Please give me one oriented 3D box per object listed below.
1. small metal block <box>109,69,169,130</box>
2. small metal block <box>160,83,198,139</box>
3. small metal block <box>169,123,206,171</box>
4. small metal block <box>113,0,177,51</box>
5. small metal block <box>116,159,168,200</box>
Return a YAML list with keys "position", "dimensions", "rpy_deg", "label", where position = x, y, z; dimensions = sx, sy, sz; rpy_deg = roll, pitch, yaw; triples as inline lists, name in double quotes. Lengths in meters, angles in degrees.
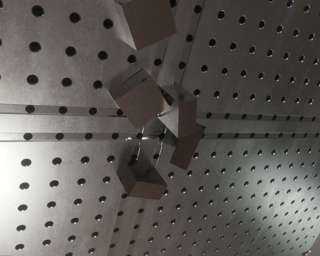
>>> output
- position: [-0.025, -0.034, 0.376]
  dimensions: [0.050, 0.025, 0.050]
  rpy_deg: [-35, 128, -3]
  label: "small metal block"
- position: [0.023, -0.023, 0.395]
  dimensions: [0.025, 0.050, 0.050]
  rpy_deg: [-15, 125, -21]
  label: "small metal block"
- position: [0.039, 0.023, 0.429]
  dimensions: [0.025, 0.050, 0.050]
  rpy_deg: [25, 114, 8]
  label: "small metal block"
- position: [-0.015, -0.118, 0.331]
  dimensions: [0.050, 0.025, 0.050]
  rpy_deg: [-28, 128, -11]
  label: "small metal block"
- position: [-0.025, 0.071, 0.427]
  dimensions: [0.050, 0.050, 0.025]
  rpy_deg: [16, 110, -35]
  label: "small metal block"
